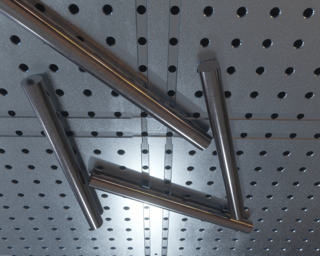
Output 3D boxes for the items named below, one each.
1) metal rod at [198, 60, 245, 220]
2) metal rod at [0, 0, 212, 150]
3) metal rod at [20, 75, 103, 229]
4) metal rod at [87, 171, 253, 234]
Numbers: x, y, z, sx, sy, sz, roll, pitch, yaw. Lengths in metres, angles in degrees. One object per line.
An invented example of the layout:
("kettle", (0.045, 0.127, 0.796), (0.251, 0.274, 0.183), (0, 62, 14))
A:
("metal rod", (0.095, 0.039, 0.445), (0.025, 0.025, 0.299), (-12, 129, 10))
("metal rod", (-0.050, -0.056, 0.363), (0.301, 0.025, 0.025), (34, 122, -26))
("metal rod", (-0.132, 0.057, 0.458), (0.025, 0.025, 0.299), (-5, 130, 4))
("metal rod", (0.027, 0.129, 0.521), (0.302, 0.025, 0.025), (21, 127, -17))
